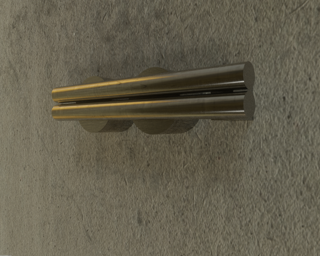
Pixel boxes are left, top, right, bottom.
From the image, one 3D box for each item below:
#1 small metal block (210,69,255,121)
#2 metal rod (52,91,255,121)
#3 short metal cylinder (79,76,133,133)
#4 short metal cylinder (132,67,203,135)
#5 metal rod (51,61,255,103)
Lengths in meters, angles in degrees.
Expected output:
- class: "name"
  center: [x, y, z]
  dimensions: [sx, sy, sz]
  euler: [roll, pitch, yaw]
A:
- class: "small metal block"
  center: [0.077, -0.033, 0.328]
  dimensions: [0.025, 0.050, 0.050]
  euler: [-2, 88, 40]
- class: "metal rod"
  center: [-0.036, -0.022, 0.370]
  dimensions: [0.300, 0.025, 0.025]
  euler: [1, 91, 40]
- class: "short metal cylinder"
  center: [-0.078, -0.033, 0.454]
  dimensions: [0.080, 0.050, 0.080]
  euler: [0, 90, 40]
- class: "short metal cylinder"
  center: [0.007, -0.032, 0.385]
  dimensions: [0.080, 0.050, 0.080]
  euler: [0, 90, 40]
- class: "metal rod"
  center: [-0.036, -0.048, 0.370]
  dimensions: [0.300, 0.025, 0.025]
  euler: [1, 91, 40]
